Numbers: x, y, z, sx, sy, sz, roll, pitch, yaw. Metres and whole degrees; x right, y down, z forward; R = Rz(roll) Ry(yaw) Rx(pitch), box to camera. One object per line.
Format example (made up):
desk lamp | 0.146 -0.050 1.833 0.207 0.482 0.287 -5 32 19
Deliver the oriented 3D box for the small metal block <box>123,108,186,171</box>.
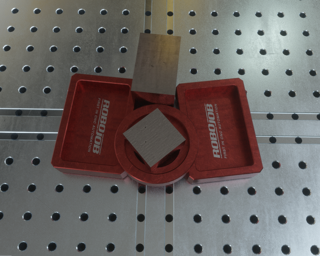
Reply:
small metal block | -0.006 0.014 0.358 0.050 0.025 0.050 -38 74 -13

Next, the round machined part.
round machined part | -0.004 0.023 0.380 0.099 0.042 0.098 0 70 0

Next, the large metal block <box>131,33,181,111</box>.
large metal block | -0.004 -0.063 0.402 0.050 0.080 0.080 6 70 2

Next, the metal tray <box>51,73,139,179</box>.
metal tray | -0.080 -0.004 0.406 0.091 0.030 0.130 6 70 2

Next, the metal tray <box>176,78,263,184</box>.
metal tray | 0.073 0.002 0.405 0.091 0.030 0.130 -6 70 -3
